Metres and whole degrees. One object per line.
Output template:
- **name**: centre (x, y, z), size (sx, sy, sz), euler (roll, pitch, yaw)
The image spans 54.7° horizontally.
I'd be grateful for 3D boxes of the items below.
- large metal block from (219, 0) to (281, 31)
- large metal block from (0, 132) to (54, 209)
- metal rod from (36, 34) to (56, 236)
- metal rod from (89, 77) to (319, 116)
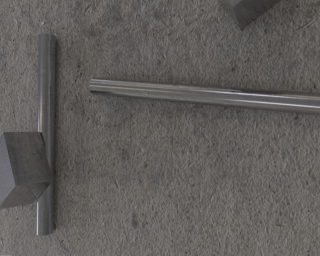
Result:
- **large metal block**: centre (0.105, -0.164, 0.343), size (0.080, 0.080, 0.050), euler (-36, 79, 16)
- **large metal block**: centre (-0.203, 0.060, 0.445), size (0.080, 0.050, 0.080), euler (-42, 62, 36)
- **metal rod**: centre (-0.173, 0.010, 0.469), size (0.025, 0.025, 0.298), euler (1, 90, 20)
- **metal rod**: centre (0.047, -0.042, 0.392), size (0.301, 0.025, 0.025), euler (7, 93, 19)
